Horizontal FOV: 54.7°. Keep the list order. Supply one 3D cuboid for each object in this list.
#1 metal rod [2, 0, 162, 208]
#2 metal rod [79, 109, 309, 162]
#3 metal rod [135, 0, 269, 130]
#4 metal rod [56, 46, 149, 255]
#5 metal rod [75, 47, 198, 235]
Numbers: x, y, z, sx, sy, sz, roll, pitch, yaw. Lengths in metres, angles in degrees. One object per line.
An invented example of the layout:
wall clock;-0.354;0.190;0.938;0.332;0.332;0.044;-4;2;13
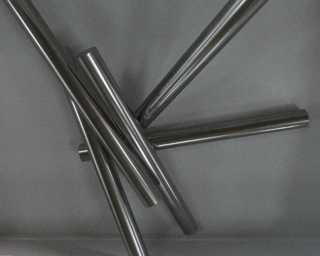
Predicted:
metal rod;-0.086;-0.030;0.362;0.025;0.025;0.299;-30;103;10
metal rod;0.042;0.010;0.415;0.302;0.025;0.025;-9;110;2
metal rod;0.040;-0.074;0.309;0.025;0.025;0.298;33;136;-12
metal rod;-0.073;0.045;0.397;0.025;0.025;0.298;-19;98;6
metal rod;-0.016;0.036;0.398;0.025;0.025;0.299;-24;119;8
